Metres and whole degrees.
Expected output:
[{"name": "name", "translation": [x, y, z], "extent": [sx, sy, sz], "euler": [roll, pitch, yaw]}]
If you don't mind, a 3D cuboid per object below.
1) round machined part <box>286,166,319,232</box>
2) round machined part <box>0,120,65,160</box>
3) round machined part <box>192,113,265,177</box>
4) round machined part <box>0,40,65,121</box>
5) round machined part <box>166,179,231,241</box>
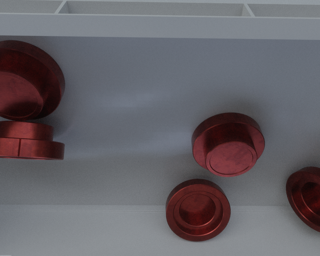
[{"name": "round machined part", "translation": [0.241, 0.102, 0.460], "extent": [0.042, 0.098, 0.097], "euler": [-20, 135, -23]}, {"name": "round machined part", "translation": [-0.171, 0.017, 0.389], "extent": [0.099, 0.042, 0.098], "euler": [2, 172, 1]}, {"name": "round machined part", "translation": [0.094, 0.030, 0.424], "extent": [0.099, 0.042, 0.097], "euler": [0, 130, 0]}, {"name": "round machined part", "translation": [-0.164, -0.047, 0.357], "extent": [0.099, 0.042, 0.097], "euler": [0, 130, 0]}, {"name": "round machined part", "translation": [0.058, 0.124, 0.488], "extent": [0.099, 0.042, 0.097], "euler": [0, 105, -1]}]
